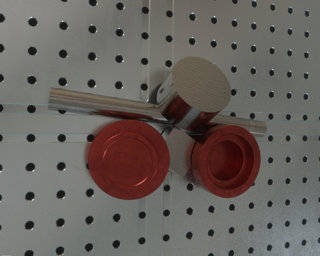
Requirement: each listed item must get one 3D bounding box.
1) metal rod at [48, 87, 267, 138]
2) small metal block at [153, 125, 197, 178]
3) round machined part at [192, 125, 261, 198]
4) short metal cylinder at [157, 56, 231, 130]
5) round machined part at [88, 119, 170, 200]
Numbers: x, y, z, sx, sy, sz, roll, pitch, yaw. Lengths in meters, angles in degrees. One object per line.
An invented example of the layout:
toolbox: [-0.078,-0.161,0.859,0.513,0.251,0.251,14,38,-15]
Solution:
metal rod: [0.012,-0.017,0.413,0.302,0.025,0.025,8,88,-20]
small metal block: [0.021,0.031,0.417,0.050,0.025,0.050,38,78,-16]
round machined part: [0.087,0.044,0.430,0.099,0.042,0.097,-1,93,-23]
short metal cylinder: [0.042,-0.044,0.395,0.081,0.050,0.080,10,61,-19]
round machined part: [-0.037,0.038,0.372,0.099,0.042,0.097,0,91,-2]
